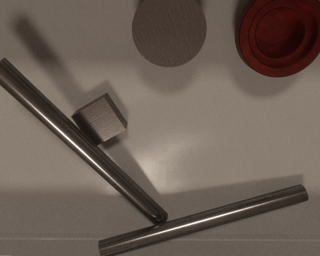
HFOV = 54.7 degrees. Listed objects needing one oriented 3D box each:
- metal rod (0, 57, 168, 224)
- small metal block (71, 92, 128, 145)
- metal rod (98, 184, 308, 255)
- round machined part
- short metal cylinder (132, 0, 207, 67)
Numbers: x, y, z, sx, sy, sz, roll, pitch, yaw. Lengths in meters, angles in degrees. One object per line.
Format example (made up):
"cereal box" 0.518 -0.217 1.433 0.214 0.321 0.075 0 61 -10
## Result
"metal rod" -0.087 0.034 0.396 0.025 0.025 0.300 -35 116 12
"small metal block" -0.078 -0.010 0.406 0.050 0.025 0.050 -29 108 9
"metal rod" 0.063 0.133 0.443 0.302 0.025 0.025 -15 110 -2
"round machined part" 0.137 -0.112 0.363 0.099 0.042 0.097 0 110 -1
"short metal cylinder" 0.010 -0.114 0.356 0.081 0.050 0.079 0 110 -1
